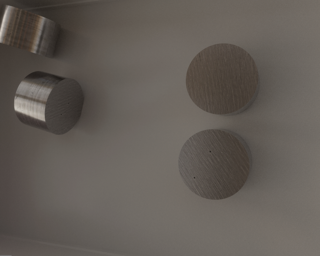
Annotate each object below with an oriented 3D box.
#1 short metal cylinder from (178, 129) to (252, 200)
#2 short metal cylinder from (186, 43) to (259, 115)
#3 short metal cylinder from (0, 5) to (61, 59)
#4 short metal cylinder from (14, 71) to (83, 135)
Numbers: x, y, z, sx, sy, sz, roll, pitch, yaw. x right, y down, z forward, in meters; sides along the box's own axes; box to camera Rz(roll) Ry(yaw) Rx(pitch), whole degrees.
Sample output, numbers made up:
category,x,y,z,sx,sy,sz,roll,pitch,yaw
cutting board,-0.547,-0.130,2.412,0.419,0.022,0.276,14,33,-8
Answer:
category,x,y,z,sx,sy,sz,roll,pitch,yaw
short metal cylinder,0.068,0.041,0.373,0.080,0.050,0.079,0,90,19
short metal cylinder,0.076,-0.055,0.370,0.080,0.050,0.079,0,90,19
short metal cylinder,-0.190,-0.137,0.447,0.080,0.080,0.050,19,97,18
short metal cylinder,-0.153,-0.035,0.434,0.050,0.080,0.079,16,95,19
